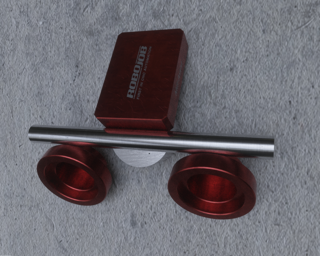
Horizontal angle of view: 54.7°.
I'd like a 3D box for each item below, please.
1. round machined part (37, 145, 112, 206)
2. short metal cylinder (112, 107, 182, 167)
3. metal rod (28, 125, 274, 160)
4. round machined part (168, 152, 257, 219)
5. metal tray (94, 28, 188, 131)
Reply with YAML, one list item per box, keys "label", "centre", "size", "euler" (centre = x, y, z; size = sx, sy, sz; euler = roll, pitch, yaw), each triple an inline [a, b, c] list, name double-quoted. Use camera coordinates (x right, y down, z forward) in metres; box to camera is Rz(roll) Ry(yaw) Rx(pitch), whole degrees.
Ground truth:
- label: "round machined part"
  centre: [-0.111, 0.059, 0.422]
  size: [0.098, 0.042, 0.097]
  euler: [9, 131, 11]
- label: "short metal cylinder"
  centre: [-0.017, 0.008, 0.402]
  size: [0.080, 0.050, 0.079]
  euler: [0, 90, 19]
- label: "metal rod"
  centre: [-0.026, 0.014, 0.366]
  size: [0.301, 0.025, 0.025]
  euler: [3, 91, 19]
- label: "round machined part"
  centre: [0.061, 0.062, 0.360]
  size: [0.098, 0.042, 0.097]
  euler: [10, 136, 11]
- label: "metal tray"
  centre: [-0.020, -0.062, 0.385]
  size: [0.090, 0.030, 0.130]
  euler: [2, 65, 19]
